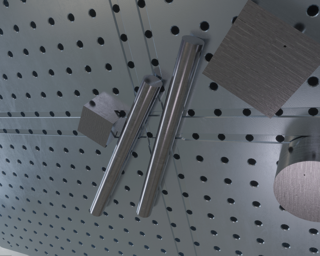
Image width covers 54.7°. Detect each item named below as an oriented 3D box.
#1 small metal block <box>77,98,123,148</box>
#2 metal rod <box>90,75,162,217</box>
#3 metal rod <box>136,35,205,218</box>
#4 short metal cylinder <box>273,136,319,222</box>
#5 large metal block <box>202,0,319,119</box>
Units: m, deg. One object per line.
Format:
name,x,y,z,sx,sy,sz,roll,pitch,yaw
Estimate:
small metal block,-0.089,-0.007,0.454,0.050,0.025,0.050,31,129,7
metal rod,-0.062,0.046,0.472,0.025,0.025,0.298,32,129,7
metal rod,0.005,0.021,0.421,0.025,0.025,0.298,25,127,13
short metal cylinder,0.170,0.056,0.340,0.080,0.050,0.079,13,124,21
large metal block,0.101,-0.070,0.298,0.080,0.050,0.079,35,129,5
